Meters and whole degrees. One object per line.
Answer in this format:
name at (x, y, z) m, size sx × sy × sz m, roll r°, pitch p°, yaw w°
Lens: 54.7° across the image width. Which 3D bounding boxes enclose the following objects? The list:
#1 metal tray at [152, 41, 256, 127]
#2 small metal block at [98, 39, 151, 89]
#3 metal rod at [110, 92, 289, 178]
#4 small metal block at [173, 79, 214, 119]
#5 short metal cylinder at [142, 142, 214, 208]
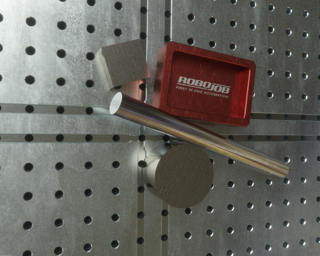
metal tray at (0.059, -0.053, 0.406) m, size 0.131 × 0.030 × 0.089 m, roll 8°, pitch 87°, yaw -20°
small metal block at (-0.046, -0.081, 0.396) m, size 0.050 × 0.025 × 0.050 m, roll -19°, pitch 97°, yaw -19°
metal rod at (0.073, 0.020, 0.406) m, size 0.302 × 0.025 × 0.025 m, roll 21°, pitch 83°, yaw -32°
small metal block at (0.045, -0.038, 0.431) m, size 0.050 × 0.025 × 0.050 m, roll 6°, pitch 88°, yaw -20°
short metal cylinder at (0.023, 0.060, 0.409) m, size 0.081 × 0.050 × 0.079 m, roll 0°, pitch 90°, yaw -20°
